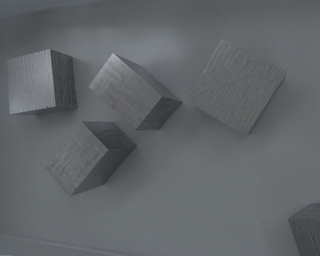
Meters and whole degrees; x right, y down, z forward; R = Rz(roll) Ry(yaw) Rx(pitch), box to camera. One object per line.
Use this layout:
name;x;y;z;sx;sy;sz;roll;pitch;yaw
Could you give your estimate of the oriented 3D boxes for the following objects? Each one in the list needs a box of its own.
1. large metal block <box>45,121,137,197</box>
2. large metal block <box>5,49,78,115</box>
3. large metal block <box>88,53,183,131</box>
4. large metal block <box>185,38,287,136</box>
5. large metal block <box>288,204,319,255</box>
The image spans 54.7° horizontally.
large metal block;-0.089;0.038;0.413;0.050;0.080;0.080;44;104;14
large metal block;-0.175;-0.064;0.459;0.080;0.050;0.080;-7;88;20
large metal block;-0.028;-0.042;0.391;0.080;0.080;0.050;43;104;15
large metal block;0.090;-0.046;0.365;0.080;0.050;0.080;33;101;17
large metal block;0.190;0.121;0.311;0.080;0.050;0.080;-24;81;51
